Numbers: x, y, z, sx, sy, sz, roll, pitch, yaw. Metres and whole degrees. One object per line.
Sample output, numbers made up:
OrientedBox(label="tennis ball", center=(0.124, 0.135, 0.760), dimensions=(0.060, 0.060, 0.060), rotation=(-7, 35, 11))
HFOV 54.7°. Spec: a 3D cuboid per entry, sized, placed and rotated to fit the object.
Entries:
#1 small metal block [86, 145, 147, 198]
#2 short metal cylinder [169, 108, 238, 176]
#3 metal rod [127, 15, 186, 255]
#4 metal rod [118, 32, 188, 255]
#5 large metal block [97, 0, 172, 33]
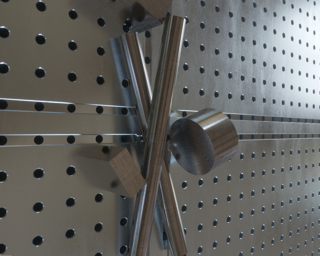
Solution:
OrientedBox(label="small metal block", center=(-0.050, 0.048, 0.351), dimensions=(0.025, 0.050, 0.050), rotation=(-41, 115, -32))
OrientedBox(label="short metal cylinder", center=(0.058, 0.018, 0.422), dimensions=(0.050, 0.080, 0.080), rotation=(-23, 105, -38))
OrientedBox(label="metal rod", center=(-0.005, 0.018, 0.375), dimensions=(0.025, 0.025, 0.298), rotation=(6, 95, -40))
OrientedBox(label="metal rod", center=(-0.006, 0.029, 0.404), dimensions=(0.025, 0.025, 0.298), rotation=(-22, 104, -38))
OrientedBox(label="large metal block", center=(-0.027, -0.175, 0.370), dimensions=(0.080, 0.050, 0.080), rotation=(33, 70, -35))
